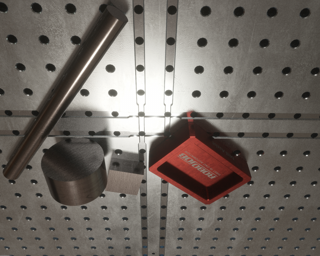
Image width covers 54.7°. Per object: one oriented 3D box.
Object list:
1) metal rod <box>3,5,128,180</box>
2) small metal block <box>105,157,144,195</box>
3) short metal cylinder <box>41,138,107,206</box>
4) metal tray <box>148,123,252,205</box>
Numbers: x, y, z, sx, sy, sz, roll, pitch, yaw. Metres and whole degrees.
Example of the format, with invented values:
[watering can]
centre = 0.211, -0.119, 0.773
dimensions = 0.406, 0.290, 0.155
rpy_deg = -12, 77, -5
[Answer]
[metal rod]
centre = -0.133, -0.024, 0.389
dimensions = 0.025, 0.025, 0.299
rpy_deg = 30, 124, -23
[small metal block]
centre = -0.054, 0.075, 0.475
dimensions = 0.050, 0.025, 0.050
rpy_deg = 10, 129, -9
[short metal cylinder]
centre = -0.115, 0.058, 0.424
dimensions = 0.081, 0.080, 0.050
rpy_deg = 0, 130, -1
[metal tray]
centre = 0.059, 0.057, 0.458
dimensions = 0.130, 0.030, 0.090
rpy_deg = 35, 122, -27
